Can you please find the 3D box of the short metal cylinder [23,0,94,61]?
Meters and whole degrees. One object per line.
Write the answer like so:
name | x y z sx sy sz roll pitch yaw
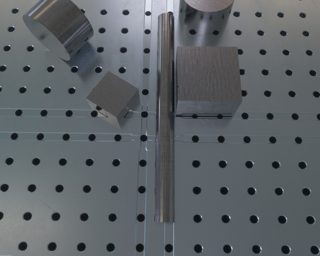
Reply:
short metal cylinder | -0.141 -0.141 0.433 0.080 0.080 0.050 35 74 11

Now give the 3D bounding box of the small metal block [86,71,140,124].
small metal block | -0.064 -0.042 0.427 0.050 0.025 0.050 32 73 11

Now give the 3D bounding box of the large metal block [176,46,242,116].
large metal block | 0.063 -0.063 0.422 0.081 0.050 0.080 0 70 0

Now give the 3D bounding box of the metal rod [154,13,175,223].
metal rod | 0.007 -0.027 0.421 0.025 0.025 0.299 1 70 0

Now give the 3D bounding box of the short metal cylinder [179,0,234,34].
short metal cylinder | 0.070 -0.191 0.469 0.081 0.050 0.080 0 70 0
